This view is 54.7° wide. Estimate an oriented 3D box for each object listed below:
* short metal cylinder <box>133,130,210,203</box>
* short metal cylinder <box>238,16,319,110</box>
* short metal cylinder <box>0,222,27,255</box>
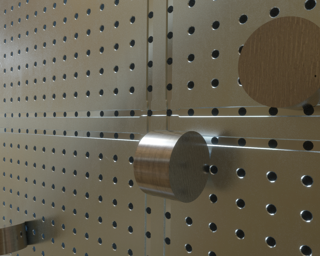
[{"bbox_3d":[0.016,0.042,0.361,0.050,0.081,0.079,2,91,40],"label":"short metal cylinder"},{"bbox_3d":[0.122,-0.058,0.292,0.080,0.050,0.079,0,90,40],"label":"short metal cylinder"},{"bbox_3d":[-0.319,0.228,0.637,0.080,0.081,0.050,-17,80,39],"label":"short metal cylinder"}]
